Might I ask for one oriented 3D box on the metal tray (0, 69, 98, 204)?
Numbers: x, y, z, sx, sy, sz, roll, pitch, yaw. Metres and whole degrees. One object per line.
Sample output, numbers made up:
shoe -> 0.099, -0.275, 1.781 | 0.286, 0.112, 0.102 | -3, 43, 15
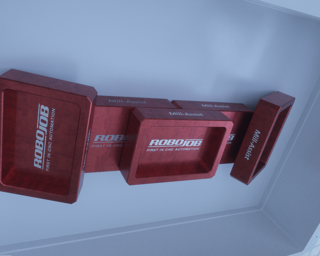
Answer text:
metal tray -> -0.121, 0.013, 0.322 | 0.091, 0.030, 0.129 | 12, 115, -6

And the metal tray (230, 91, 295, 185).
metal tray -> 0.157, 0.014, 0.472 | 0.091, 0.030, 0.129 | -21, 132, -52

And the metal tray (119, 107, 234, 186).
metal tray -> 0.021, 0.023, 0.390 | 0.131, 0.030, 0.089 | 1, 118, -29

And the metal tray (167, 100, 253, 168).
metal tray -> 0.067, 0.009, 0.446 | 0.131, 0.030, 0.089 | 0, 118, -28

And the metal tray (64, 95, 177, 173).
metal tray -> -0.048, 0.008, 0.383 | 0.131, 0.030, 0.089 | 0, 118, -28
